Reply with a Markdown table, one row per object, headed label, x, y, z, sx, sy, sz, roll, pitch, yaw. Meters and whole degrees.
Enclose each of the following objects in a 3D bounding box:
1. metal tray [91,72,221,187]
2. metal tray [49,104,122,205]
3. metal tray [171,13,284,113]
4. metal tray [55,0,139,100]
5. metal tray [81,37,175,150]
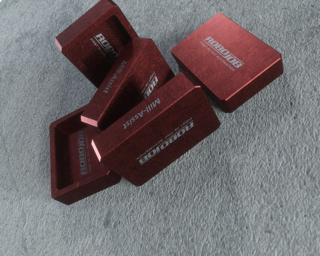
| label | x | y | z | sx | sy | sz | roll | pitch | yaw |
| --- | --- | --- | --- | --- | --- | --- | --- | --- | --- |
| metal tray | 0.000 | 0.006 | 0.359 | 0.130 | 0.090 | 0.030 | -37 | 51 | 3 |
| metal tray | -0.109 | 0.031 | 0.438 | 0.090 | 0.030 | 0.130 | -25 | 53 | 12 |
| metal tray | 0.085 | -0.091 | 0.412 | 0.090 | 0.030 | 0.130 | -38 | 51 | 2 |
| metal tray | -0.068 | -0.101 | 0.434 | 0.090 | 0.130 | 0.030 | -40 | 52 | 1 |
| metal tray | -0.035 | -0.041 | 0.405 | 0.030 | 0.090 | 0.130 | 18 | 71 | 35 |
